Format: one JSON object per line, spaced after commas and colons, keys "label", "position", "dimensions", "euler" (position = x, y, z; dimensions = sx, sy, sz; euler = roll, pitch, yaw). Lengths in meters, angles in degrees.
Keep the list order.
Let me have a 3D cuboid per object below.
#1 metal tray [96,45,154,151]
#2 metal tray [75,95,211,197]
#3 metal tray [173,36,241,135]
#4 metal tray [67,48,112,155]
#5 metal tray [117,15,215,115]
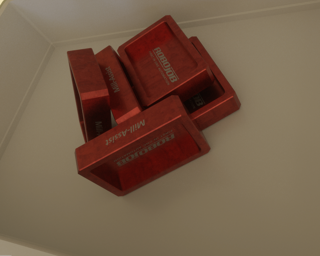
{"label": "metal tray", "position": [-0.038, -0.037, 0.402], "dimensions": [0.030, 0.090, 0.130], "euler": [-32, 52, 7]}
{"label": "metal tray", "position": [-0.017, 0.026, 0.354], "dimensions": [0.130, 0.090, 0.030], "euler": [-29, 52, 10]}
{"label": "metal tray", "position": [0.037, -0.057, 0.416], "dimensions": [0.090, 0.030, 0.130], "euler": [-31, 51, 10]}
{"label": "metal tray", "position": [-0.087, -0.023, 0.396], "dimensions": [0.030, 0.129, 0.090], "euler": [-13, 50, -17]}
{"label": "metal tray", "position": [0.003, -0.085, 0.411], "dimensions": [0.090, 0.030, 0.130], "euler": [-32, 51, 7]}
